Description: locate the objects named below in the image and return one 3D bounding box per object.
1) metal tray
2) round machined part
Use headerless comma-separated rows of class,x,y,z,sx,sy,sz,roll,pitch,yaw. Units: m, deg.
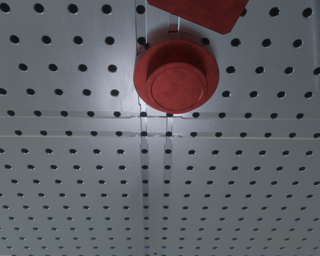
metal tray,0.051,-0.159,0.273,0.091,0.030,0.129,17,128,-15
round machined part,0.019,-0.054,0.354,0.099,0.042,0.097,0,130,0
